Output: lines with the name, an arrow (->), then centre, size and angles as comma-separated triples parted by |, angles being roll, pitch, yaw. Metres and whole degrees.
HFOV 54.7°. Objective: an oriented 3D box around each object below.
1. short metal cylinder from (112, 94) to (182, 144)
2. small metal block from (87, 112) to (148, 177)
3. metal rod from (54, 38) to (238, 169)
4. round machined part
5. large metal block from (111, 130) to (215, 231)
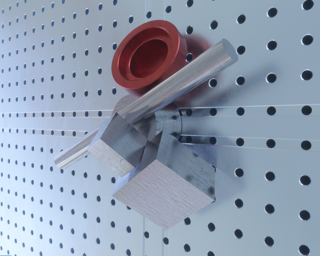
short metal cylinder -> -0.019, -0.003, 0.406 | 0.080, 0.050, 0.079 | 0, 90, 39
small metal block -> -0.047, 0.018, 0.350 | 0.050, 0.050, 0.025 | 42, 126, -17
metal rod -> -0.040, -0.012, 0.375 | 0.299, 0.025, 0.025 | -30, 72, 35
round machined part -> -0.009, -0.082, 0.389 | 0.098, 0.042, 0.098 | -14, 60, 27
large metal block -> 0.005, 0.062, 0.357 | 0.080, 0.050, 0.080 | 37, 123, -16
